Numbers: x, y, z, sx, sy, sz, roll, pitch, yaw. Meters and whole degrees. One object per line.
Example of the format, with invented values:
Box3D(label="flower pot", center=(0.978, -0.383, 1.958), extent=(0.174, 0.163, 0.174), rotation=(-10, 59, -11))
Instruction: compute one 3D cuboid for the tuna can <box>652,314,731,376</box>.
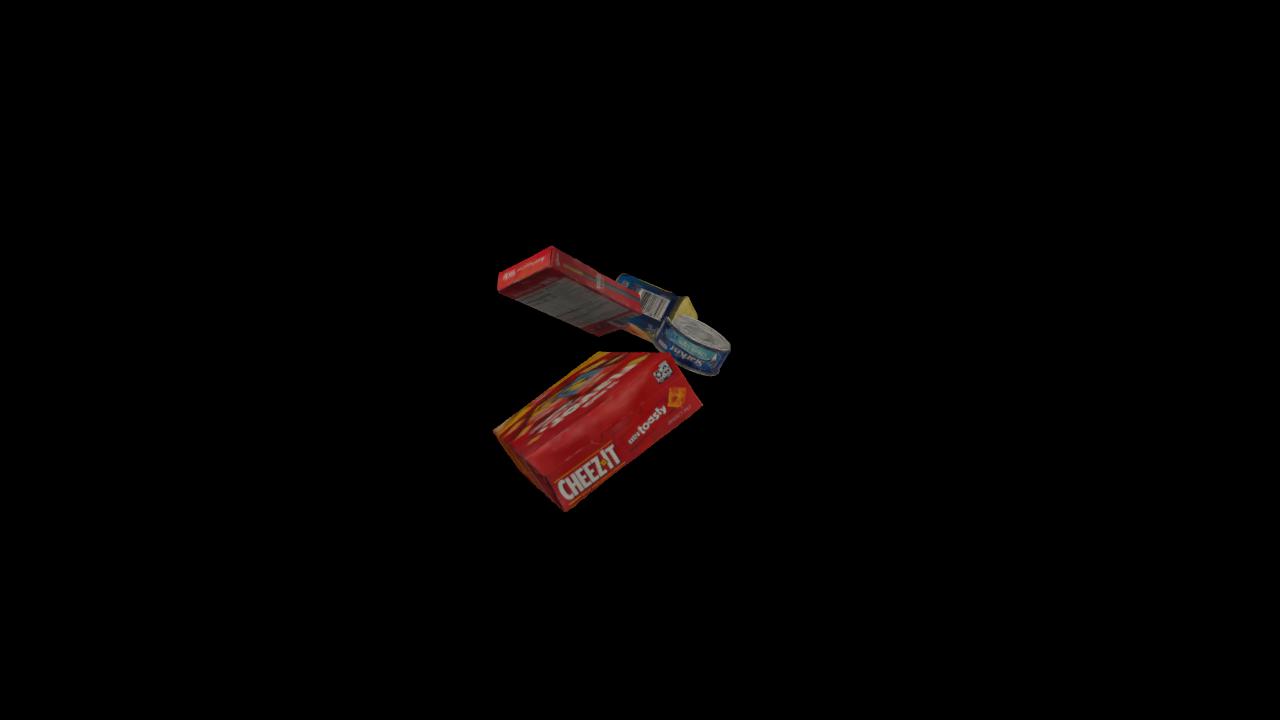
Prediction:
Box3D(label="tuna can", center=(0.058, -0.019, 0.681), extent=(0.084, 0.034, 0.084), rotation=(24, 21, -10))

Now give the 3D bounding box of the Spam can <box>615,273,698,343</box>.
Box3D(label="Spam can", center=(0.014, -0.054, 0.724), extent=(0.085, 0.058, 0.101), rotation=(25, -7, 18))

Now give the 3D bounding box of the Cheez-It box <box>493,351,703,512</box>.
Box3D(label="Cheez-It box", center=(-0.056, 0.061, 0.646), extent=(0.166, 0.071, 0.223), rotation=(-37, 12, -17))

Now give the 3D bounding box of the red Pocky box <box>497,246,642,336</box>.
Box3D(label="red Pocky box", center=(-0.067, -0.069, 0.660), extent=(0.083, 0.028, 0.155), rotation=(-16, -26, 36))
